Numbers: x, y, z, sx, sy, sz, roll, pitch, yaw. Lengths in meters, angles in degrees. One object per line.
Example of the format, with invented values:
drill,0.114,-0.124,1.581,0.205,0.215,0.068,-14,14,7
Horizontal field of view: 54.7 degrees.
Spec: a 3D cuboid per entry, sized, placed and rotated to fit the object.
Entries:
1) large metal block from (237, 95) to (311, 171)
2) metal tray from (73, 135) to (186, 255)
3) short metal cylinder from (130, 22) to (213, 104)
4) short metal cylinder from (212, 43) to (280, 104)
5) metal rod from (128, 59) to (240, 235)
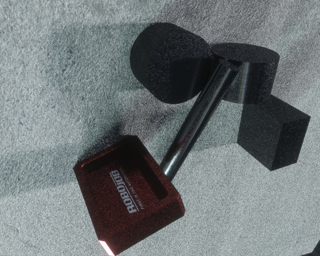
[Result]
large metal block,0.166,0.004,0.465,0.050,0.080,0.079,-13,124,-22
metal tray,-0.041,0.069,0.359,0.090,0.130,0.030,-27,128,-11
short metal cylinder,0.012,-0.074,0.352,0.081,0.050,0.079,-14,124,-21
short metal cylinder,0.101,-0.070,0.383,0.081,0.080,0.050,-11,123,-23
metal rod,0.015,0.046,0.408,0.025,0.025,0.298,6,126,-32
